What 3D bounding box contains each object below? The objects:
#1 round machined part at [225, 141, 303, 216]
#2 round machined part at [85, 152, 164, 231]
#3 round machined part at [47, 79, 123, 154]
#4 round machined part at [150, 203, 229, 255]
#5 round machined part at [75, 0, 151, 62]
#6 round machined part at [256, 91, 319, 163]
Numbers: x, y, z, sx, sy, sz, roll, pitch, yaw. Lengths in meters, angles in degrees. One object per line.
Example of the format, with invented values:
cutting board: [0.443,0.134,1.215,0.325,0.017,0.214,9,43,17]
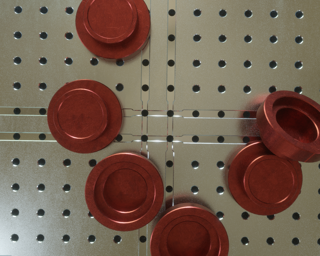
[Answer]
round machined part: [0.139,0.066,0.406,0.099,0.042,0.097,0,90,0]
round machined part: [-0.044,0.080,0.405,0.099,0.042,0.097,0,90,0]
round machined part: [-0.099,-0.015,0.404,0.099,0.042,0.097,0,90,0]
round machined part: [0.037,0.146,0.405,0.099,0.042,0.097,0,90,0]
round machined part: [-0.062,-0.139,0.404,0.099,0.042,0.097,0,90,0]
round machined part: [0.166,0.002,0.389,0.099,0.042,0.098,9,50,-11]
